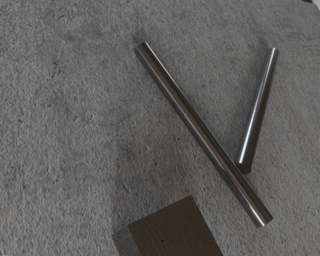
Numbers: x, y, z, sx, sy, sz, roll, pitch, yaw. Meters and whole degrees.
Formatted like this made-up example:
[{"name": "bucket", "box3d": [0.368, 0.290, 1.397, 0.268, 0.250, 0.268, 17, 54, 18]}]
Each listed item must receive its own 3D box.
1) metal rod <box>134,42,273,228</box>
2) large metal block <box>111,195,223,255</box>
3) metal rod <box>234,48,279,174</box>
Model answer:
[{"name": "metal rod", "box3d": [0.055, 0.002, 0.433, 0.025, 0.025, 0.299, -26, 76, -37]}, {"name": "large metal block", "box3d": [0.009, 0.126, 0.317, 0.081, 0.050, 0.080, -16, 70, -35]}, {"name": "metal rod", "box3d": [0.170, -0.046, 0.526, 0.025, 0.025, 0.301, 34, 51, -7]}]
